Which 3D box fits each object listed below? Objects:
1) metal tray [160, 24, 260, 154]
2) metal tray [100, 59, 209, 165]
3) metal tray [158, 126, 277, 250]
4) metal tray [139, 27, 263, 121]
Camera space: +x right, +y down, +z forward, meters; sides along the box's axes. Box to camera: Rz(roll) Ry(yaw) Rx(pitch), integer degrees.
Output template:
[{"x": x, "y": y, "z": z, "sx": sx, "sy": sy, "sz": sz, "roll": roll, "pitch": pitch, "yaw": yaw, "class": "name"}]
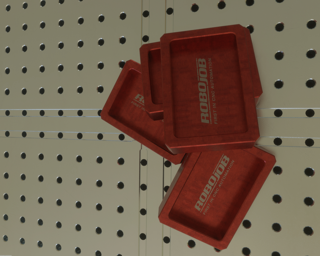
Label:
[{"x": 0.049, "y": -0.041, "z": 0.328, "sx": 0.090, "sy": 0.030, "sz": 0.129, "roll": -5, "pitch": 73, "yaw": 8, "class": "metal tray"}, {"x": -0.005, "y": -0.022, "z": 0.410, "sx": 0.130, "sy": 0.030, "sz": 0.090, "roll": 31, "pitch": 100, "yaw": 17, "class": "metal tray"}, {"x": 0.065, "y": 0.069, "z": 0.370, "sx": 0.090, "sy": 0.030, "sz": 0.129, "roll": 26, "pitch": 99, "yaw": -3, "class": "metal tray"}, {"x": 0.045, "y": -0.063, "z": 0.367, "sx": 0.131, "sy": 0.030, "sz": 0.090, "roll": -8, "pitch": 72, "yaw": 7, "class": "metal tray"}]
